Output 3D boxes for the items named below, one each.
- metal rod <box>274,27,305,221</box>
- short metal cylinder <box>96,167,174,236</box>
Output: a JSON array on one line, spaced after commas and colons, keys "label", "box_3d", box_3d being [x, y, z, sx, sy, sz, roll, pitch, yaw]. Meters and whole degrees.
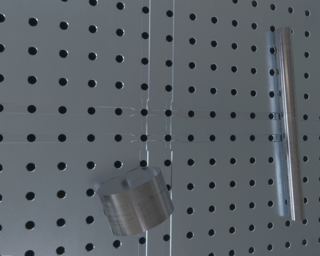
[{"label": "metal rod", "box_3d": [0.204, -0.005, 0.487, 0.025, 0.025, 0.298, -6, 92, -20]}, {"label": "short metal cylinder", "box_3d": [-0.029, 0.086, 0.373, 0.081, 0.080, 0.050, -21, 97, -19]}]
